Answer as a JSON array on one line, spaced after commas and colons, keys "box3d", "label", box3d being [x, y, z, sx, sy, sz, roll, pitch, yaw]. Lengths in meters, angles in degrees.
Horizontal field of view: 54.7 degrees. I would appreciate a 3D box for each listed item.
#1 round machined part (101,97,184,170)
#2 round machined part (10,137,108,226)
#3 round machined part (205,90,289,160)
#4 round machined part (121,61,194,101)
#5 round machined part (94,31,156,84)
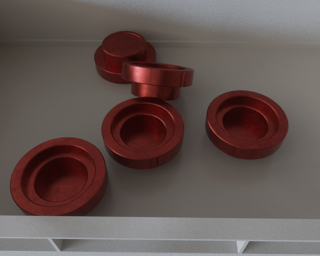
[{"box3d": [-0.020, 0.011, 0.385, 0.099, 0.042, 0.098, 0, 50, 0], "label": "round machined part"}, {"box3d": [-0.107, 0.061, 0.342, 0.099, 0.042, 0.098, 0, 50, 0], "label": "round machined part"}, {"box3d": [0.107, 0.000, 0.394, 0.099, 0.042, 0.098, 0, 50, 0], "label": "round machined part"}, {"box3d": [-0.004, -0.065, 0.429, 0.099, 0.042, 0.098, 6, 16, -2], "label": "round machined part"}, {"box3d": [-0.055, -0.118, 0.493, 0.099, 0.042, 0.098, 0, 50, 0], "label": "round machined part"}]
